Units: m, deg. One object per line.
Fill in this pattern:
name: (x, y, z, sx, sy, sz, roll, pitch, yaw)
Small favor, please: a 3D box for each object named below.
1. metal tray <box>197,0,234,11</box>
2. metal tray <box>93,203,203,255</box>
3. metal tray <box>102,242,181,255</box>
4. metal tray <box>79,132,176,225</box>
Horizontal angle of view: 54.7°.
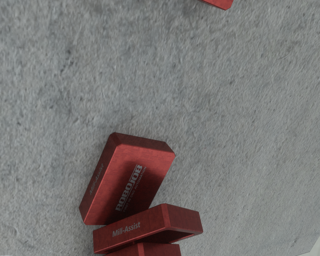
metal tray: (0.055, -0.198, 0.312, 0.091, 0.030, 0.129, 7, 115, -32)
metal tray: (-0.018, 0.146, 0.434, 0.130, 0.030, 0.090, -28, 146, 26)
metal tray: (-0.043, 0.204, 0.462, 0.130, 0.030, 0.090, -31, 144, 29)
metal tray: (-0.046, 0.075, 0.426, 0.091, 0.030, 0.129, 13, 112, -34)
